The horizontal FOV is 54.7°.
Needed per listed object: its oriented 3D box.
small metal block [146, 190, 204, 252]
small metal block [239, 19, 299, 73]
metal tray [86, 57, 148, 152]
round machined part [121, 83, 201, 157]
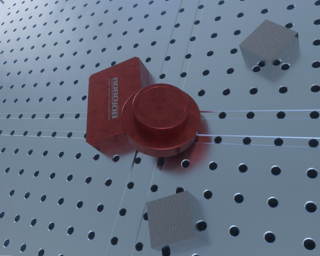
[{"bbox_3d":[0.015,0.102,0.338,0.050,0.025,0.050,-20,54,16],"label":"small metal block"},{"bbox_3d":[0.141,-0.106,0.400,0.050,0.025,0.050,-44,51,-3],"label":"small metal block"},{"bbox_3d":[-0.062,-0.037,0.461,0.090,0.030,0.130,-18,54,17],"label":"metal tray"},{"bbox_3d":[0.001,-0.017,0.383,0.099,0.042,0.098,1,57,-1],"label":"round machined part"}]
